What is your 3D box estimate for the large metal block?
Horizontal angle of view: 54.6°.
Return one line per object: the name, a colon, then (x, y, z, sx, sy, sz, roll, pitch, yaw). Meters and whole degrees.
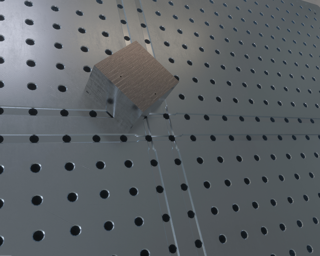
large metal block: (-0.036, -0.056, 0.406, 0.080, 0.050, 0.080, 44, 51, 2)
